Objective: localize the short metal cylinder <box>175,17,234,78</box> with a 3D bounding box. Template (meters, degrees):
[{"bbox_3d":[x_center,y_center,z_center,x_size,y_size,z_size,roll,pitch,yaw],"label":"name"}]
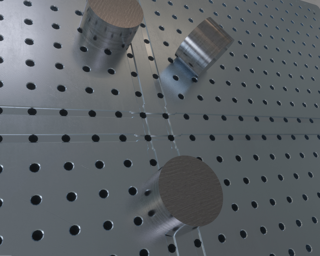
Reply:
[{"bbox_3d":[0.070,-0.125,0.486,0.050,0.080,0.080,45,51,3],"label":"short metal cylinder"}]

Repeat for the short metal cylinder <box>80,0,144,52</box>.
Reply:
[{"bbox_3d":[-0.071,-0.158,0.450,0.081,0.050,0.080,14,56,-21],"label":"short metal cylinder"}]

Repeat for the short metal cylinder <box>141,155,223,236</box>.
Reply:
[{"bbox_3d":[0.025,0.078,0.357,0.081,0.050,0.080,14,56,-21],"label":"short metal cylinder"}]
